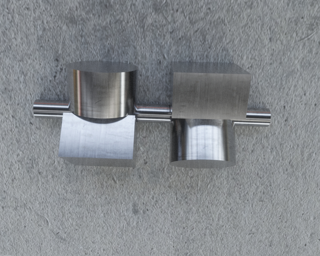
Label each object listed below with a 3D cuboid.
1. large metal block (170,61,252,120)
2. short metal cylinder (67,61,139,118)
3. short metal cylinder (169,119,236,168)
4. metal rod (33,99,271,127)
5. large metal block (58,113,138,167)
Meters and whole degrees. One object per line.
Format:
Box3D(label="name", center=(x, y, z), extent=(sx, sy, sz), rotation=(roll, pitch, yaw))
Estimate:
Box3D(label="large metal block", center=(0.054, -0.047, 0.364), extent=(0.081, 0.080, 0.050), rotation=(1, 110, -1))
Box3D(label="short metal cylinder", center=(-0.066, -0.048, 0.363), extent=(0.081, 0.080, 0.050), rotation=(3, 110, -2))
Box3D(label="short metal cylinder", center=(0.052, 0.020, 0.383), extent=(0.081, 0.080, 0.050), rotation=(2, 75, -1))
Box3D(label="metal rod", center=(-0.009, -0.019, 0.406), extent=(0.302, 0.025, 0.025), rotation=(2, 110, -1))
Box3D(label="large metal block", center=(-0.070, 0.018, 0.381), extent=(0.081, 0.080, 0.050), rotation=(2, 76, -2))
